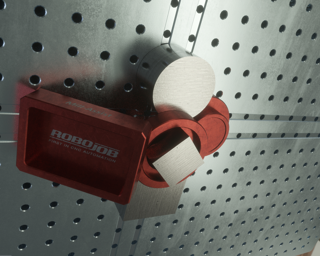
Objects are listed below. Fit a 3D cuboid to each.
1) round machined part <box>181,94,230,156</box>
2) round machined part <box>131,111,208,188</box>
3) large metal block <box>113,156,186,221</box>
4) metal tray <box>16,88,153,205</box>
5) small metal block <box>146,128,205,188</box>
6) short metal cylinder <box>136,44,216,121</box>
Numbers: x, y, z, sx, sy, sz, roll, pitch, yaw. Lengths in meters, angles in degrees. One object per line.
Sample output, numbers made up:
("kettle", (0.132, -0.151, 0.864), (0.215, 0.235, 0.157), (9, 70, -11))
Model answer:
("round machined part", (0.056, 0.001, 0.430), (0.099, 0.042, 0.097), (-14, 124, -21))
("round machined part", (0.006, 0.022, 0.379), (0.099, 0.042, 0.097), (-14, 124, -21))
("large metal block", (-0.015, 0.077, 0.431), (0.081, 0.050, 0.079), (1, 118, -29))
("metal tray", (-0.082, 0.020, 0.329), (0.131, 0.030, 0.089), (17, 114, 4))
("small metal block", (0.017, 0.034, 0.361), (0.050, 0.025, 0.050), (-36, 129, -4))
("short metal cylinder", (0.018, -0.054, 0.371), (0.081, 0.050, 0.079), (-14, 124, -21))
